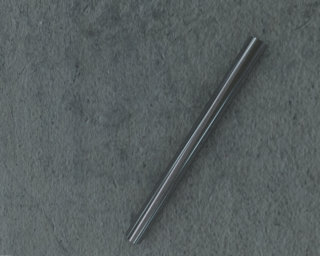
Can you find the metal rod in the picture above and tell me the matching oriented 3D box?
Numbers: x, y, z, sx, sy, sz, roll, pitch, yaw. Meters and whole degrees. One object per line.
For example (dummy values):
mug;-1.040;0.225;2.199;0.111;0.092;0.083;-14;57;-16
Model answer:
metal rod;0.040;0.023;0.394;0.025;0.025;0.299;34;101;16
